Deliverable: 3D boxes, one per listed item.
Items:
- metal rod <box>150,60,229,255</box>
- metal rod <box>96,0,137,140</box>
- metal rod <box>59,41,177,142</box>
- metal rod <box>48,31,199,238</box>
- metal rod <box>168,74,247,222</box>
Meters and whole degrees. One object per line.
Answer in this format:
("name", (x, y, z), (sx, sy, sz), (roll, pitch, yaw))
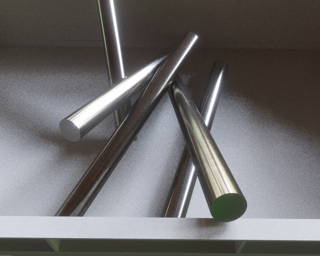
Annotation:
("metal rod", (0.049, 0.012, 0.395), (0.025, 0.025, 0.300), (14, 51, 11))
("metal rod", (-0.067, -0.128, 0.420), (0.025, 0.025, 0.298), (-9, 80, -8))
("metal rod", (-0.021, -0.070, 0.412), (0.025, 0.025, 0.301), (21, 37, 17))
("metal rod", (-0.030, -0.011, 0.377), (0.025, 0.025, 0.300), (24, 65, 18))
("metal rod", (0.031, -0.013, 0.340), (0.025, 0.025, 0.300), (-4, 26, -4))
